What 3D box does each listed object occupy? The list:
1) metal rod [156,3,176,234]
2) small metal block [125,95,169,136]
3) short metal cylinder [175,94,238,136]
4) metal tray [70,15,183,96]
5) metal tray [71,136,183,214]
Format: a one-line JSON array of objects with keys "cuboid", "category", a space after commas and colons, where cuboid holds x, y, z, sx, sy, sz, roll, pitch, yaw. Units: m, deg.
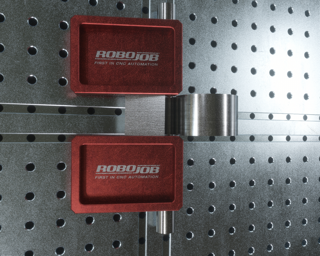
[{"cuboid": [0.008, -0.013, 0.411, 0.025, 0.025, 0.298, 0, 90, -20], "category": "metal rod"}, {"cuboid": [-0.016, -0.016, 0.392, 0.050, 0.025, 0.050, 1, 90, 11], "category": "small metal block"}, {"cuboid": [0.060, -0.016, 0.402, 0.081, 0.080, 0.050, 0, 90, -20], "category": "short metal cylinder"}, {"cuboid": [-0.040, -0.085, 0.377, 0.131, 0.030, 0.089, 0, 90, -8], "category": "metal tray"}, {"cuboid": [-0.039, 0.054, 0.377, 0.131, 0.030, 0.089, 0, 90, -8], "category": "metal tray"}]
